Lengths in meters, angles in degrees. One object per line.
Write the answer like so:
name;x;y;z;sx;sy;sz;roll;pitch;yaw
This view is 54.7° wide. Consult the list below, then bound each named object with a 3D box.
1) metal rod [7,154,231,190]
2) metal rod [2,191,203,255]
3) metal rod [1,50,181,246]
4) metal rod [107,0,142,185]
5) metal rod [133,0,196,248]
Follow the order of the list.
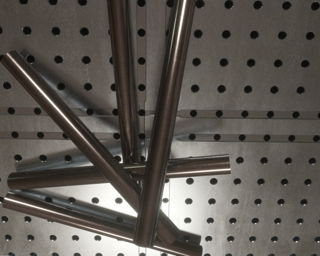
metal rod;-0.061;0.060;0.410;0.301;0.025;0.025;-6;110;11
metal rod;-0.080;0.150;0.467;0.302;0.025;0.025;18;109;-7
metal rod;-0.084;0.025;0.381;0.025;0.025;0.300;-42;91;13
metal rod;-0.044;-0.050;0.394;0.025;0.025;0.298;-3;110;0
metal rod;0.006;-0.014;0.356;0.025;0.025;0.298;10;90;-4
